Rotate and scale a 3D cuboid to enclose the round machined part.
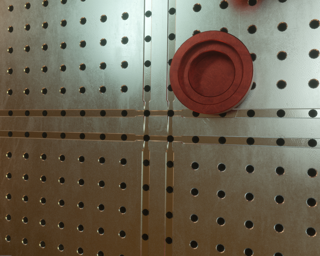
[{"bbox_3d":[0.065,-0.065,0.381,0.098,0.042,0.097,0,90,20],"label":"round machined part"}]
